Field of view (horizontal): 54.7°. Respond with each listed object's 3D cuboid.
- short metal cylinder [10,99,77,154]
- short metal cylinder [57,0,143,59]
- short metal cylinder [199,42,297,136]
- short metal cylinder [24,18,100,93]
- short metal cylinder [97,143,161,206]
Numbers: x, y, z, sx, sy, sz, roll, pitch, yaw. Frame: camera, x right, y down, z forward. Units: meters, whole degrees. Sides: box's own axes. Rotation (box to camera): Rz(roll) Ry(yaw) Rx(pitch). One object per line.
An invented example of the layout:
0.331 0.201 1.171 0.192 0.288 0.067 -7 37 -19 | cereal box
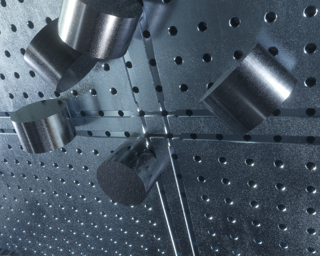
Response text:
-0.171 -0.005 0.461 0.080 0.080 0.050 5 120 25 | short metal cylinder
-0.065 -0.119 0.335 0.080 0.080 0.050 34 129 5 | short metal cylinder
0.085 -0.038 0.307 0.050 0.080 0.080 43 129 -2 | short metal cylinder
-0.116 -0.089 0.380 0.050 0.080 0.080 44 129 -2 | short metal cylinder
-0.046 0.069 0.460 0.080 0.050 0.079 13 124 20 | short metal cylinder
